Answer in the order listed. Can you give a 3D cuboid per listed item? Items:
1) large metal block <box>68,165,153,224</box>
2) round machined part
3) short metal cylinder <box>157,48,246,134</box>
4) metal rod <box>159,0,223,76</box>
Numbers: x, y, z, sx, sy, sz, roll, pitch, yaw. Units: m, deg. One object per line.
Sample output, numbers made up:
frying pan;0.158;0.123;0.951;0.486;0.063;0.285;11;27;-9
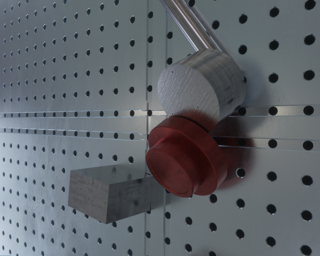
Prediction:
large metal block;-0.068;0.087;0.430;0.080;0.081;0.050;9;96;39
round machined part;0.022;0.039;0.349;0.098;0.042;0.097;31;144;27
short metal cylinder;0.044;-0.039;0.335;0.080;0.050;0.079;29;137;31
metal rod;0.005;-0.180;0.404;0.025;0.025;0.299;-44;64;31
